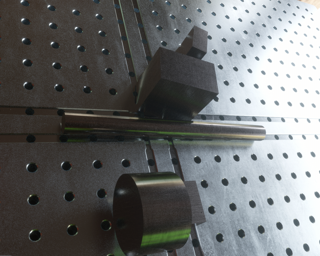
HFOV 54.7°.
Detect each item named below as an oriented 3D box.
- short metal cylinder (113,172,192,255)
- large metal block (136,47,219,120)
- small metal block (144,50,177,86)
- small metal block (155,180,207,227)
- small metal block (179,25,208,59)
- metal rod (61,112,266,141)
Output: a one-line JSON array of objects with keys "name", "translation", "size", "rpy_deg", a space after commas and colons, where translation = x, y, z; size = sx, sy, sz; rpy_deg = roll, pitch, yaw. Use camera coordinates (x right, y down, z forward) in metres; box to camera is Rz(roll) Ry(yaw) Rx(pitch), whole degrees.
[{"name": "short metal cylinder", "translation": [-0.011, 0.086, 0.316], "size": [0.050, 0.080, 0.080], "rpy_deg": [2, 61, -28]}, {"name": "large metal block", "translation": [0.020, -0.054, 0.418], "size": [0.081, 0.080, 0.050], "rpy_deg": [12, 57, -22]}, {"name": "small metal block", "translation": [0.009, -0.081, 0.448], "size": [0.050, 0.050, 0.025], "rpy_deg": [11, 57, -23]}, {"name": "small metal block", "translation": [0.021, 0.091, 0.365], "size": [0.050, 0.025, 0.050], "rpy_deg": [1, 61, -28]}, {"name": "small metal block", "translation": [0.052, -0.127, 0.500], "size": [0.025, 0.050, 0.050], "rpy_deg": [20, 54, -17]}, {"name": "metal rod", "translation": [0.024, 0.001, 0.422], "size": [0.303, 0.025, 0.025], "rpy_deg": [3, 61, -27]}]
